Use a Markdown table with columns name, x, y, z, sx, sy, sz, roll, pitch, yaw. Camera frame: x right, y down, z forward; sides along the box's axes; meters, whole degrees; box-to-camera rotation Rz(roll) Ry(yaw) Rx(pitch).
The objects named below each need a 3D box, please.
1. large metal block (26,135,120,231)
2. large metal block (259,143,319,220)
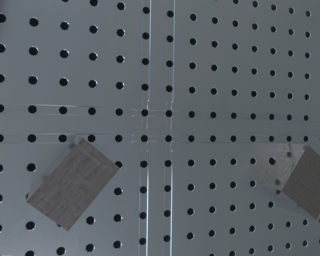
| name | x | y | z | sx | sy | sz | roll | pitch | yaw |
| --- | --- | --- | --- | --- | --- | --- | --- | --- | --- |
| large metal block | -0.098 | 0.056 | 0.347 | 0.050 | 0.080 | 0.080 | 43 | 77 | -15 |
| large metal block | 0.215 | 0.080 | 0.478 | 0.080 | 0.050 | 0.080 | 39 | 78 | -16 |
